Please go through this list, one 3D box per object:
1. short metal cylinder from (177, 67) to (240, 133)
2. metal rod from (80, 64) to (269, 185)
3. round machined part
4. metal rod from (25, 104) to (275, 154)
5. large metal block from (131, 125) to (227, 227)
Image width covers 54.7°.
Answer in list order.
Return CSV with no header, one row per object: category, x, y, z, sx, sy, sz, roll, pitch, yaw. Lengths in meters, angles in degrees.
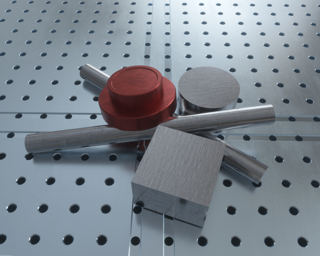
short metal cylinder,0.064,-0.039,0.424,0.081,0.050,0.080,0,50,0
metal rod,0.003,-0.016,0.421,0.300,0.025,0.025,31,57,23
round machined part,-0.029,-0.044,0.389,0.099,0.042,0.098,-4,41,4
metal rod,-0.014,0.002,0.382,0.302,0.025,0.025,-7,50,3
large metal block,0.022,0.052,0.345,0.080,0.050,0.080,16,52,12
